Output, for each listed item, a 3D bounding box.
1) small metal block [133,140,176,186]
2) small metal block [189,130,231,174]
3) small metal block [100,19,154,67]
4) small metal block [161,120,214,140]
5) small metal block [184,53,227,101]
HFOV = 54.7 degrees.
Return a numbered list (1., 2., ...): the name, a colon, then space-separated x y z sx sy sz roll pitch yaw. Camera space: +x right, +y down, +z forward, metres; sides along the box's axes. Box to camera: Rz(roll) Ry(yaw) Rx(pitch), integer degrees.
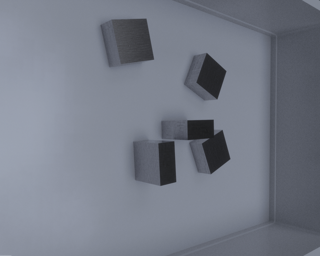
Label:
1. small metal block: -0.007 0.041 0.384 0.025 0.050 0.050 -5 94 -40
2. small metal block: 0.077 0.035 0.471 0.050 0.025 0.050 -29 108 -36
3. small metal block: -0.039 -0.103 0.374 0.050 0.025 0.050 -18 102 -39
4. small metal block: 0.038 0.002 0.422 0.050 0.050 0.025 -3 92 -40
5. small metal block: 0.069 -0.076 0.464 0.050 0.025 0.050 32 70 -36
